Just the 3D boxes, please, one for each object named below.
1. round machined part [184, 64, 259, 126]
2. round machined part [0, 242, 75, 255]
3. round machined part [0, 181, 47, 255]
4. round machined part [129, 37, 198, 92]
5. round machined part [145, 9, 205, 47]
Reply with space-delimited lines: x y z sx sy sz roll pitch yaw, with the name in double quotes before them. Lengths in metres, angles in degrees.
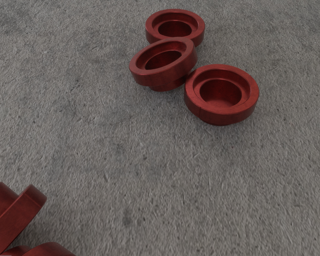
"round machined part" 0.082 -0.041 0.427 0.099 0.042 0.098 0 50 0
"round machined part" -0.113 0.134 0.243 0.042 0.097 0.098 26 55 19
"round machined part" -0.154 0.087 0.278 0.042 0.098 0.098 45 56 -11
"round machined part" 0.008 -0.089 0.453 0.098 0.042 0.098 -15 38 12
"round machined part" 0.025 -0.158 0.525 0.099 0.042 0.098 0 50 0
